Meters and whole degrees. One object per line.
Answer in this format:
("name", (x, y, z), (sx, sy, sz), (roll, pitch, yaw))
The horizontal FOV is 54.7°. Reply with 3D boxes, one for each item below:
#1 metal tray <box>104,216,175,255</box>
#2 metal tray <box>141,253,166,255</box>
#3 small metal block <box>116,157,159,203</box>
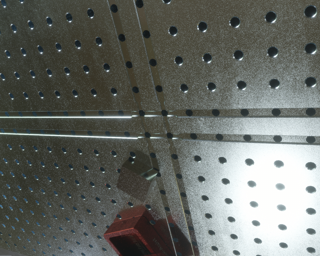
("metal tray", (-0.031, 0.224, 0.560), (0.090, 0.030, 0.130), (-26, 105, 36))
("metal tray", (-0.021, 0.269, 0.544), (0.130, 0.030, 0.090), (-26, 105, 36))
("small metal block", (-0.036, 0.080, 0.478), (0.050, 0.025, 0.050), (27, 128, 11))
